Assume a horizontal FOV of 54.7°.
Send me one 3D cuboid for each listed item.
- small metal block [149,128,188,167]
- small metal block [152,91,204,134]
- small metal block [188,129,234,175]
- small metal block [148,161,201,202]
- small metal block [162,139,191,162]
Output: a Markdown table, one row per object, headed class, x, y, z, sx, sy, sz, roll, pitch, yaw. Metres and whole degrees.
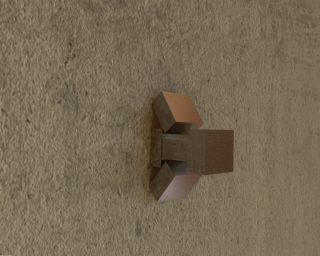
| class | x | y | z | sx | sy | sz | roll | pitch | yaw |
| --- | --- | --- | --- | --- | --- | --- | --- | --- | --- |
| small metal block | 0.013 | 0.026 | 0.420 | 0.050 | 0.025 | 0.050 | 3 | 88 | -40 |
| small metal block | 0.023 | -0.020 | 0.412 | 0.050 | 0.025 | 0.050 | 3 | 52 | -40 |
| small metal block | 0.060 | 0.027 | 0.361 | 0.050 | 0.025 | 0.050 | 1 | 89 | -40 |
| small metal block | 0.021 | 0.070 | 0.410 | 0.050 | 0.025 | 0.050 | 3 | 129 | -40 |
| small metal block | 0.038 | 0.027 | 0.391 | 0.050 | 0.050 | 0.025 | 3 | 88 | -40 |
